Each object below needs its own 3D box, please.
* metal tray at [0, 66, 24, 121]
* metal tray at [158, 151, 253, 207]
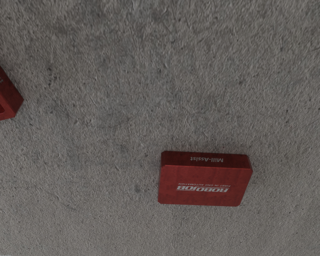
[{"bbox_3d":[-0.231,-0.061,0.349,0.090,0.030,0.129,-13,129,10],"label":"metal tray"},{"bbox_3d":[0.064,0.079,0.472,0.131,0.030,0.089,3,130,-3],"label":"metal tray"}]
